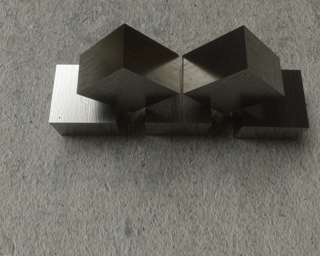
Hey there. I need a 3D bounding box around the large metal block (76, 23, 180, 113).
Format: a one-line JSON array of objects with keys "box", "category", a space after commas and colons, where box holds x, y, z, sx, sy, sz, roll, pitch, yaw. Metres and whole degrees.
[{"box": [-0.035, -0.061, 0.349, 0.080, 0.080, 0.050, 18, 63, -42], "category": "large metal block"}]

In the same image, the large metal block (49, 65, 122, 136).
[{"box": [-0.093, -0.035, 0.408, 0.081, 0.050, 0.080, 0, 70, 0], "category": "large metal block"}]

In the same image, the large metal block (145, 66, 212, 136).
[{"box": [0.023, -0.035, 0.409, 0.081, 0.050, 0.080, 1, 70, 0], "category": "large metal block"}]

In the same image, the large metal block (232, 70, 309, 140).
[{"box": [0.140, -0.030, 0.409, 0.081, 0.050, 0.080, 1, 70, 0], "category": "large metal block"}]

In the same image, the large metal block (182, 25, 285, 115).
[{"box": [0.082, -0.060, 0.352, 0.080, 0.080, 0.050, -18, 63, 41], "category": "large metal block"}]
